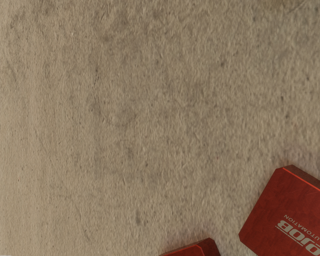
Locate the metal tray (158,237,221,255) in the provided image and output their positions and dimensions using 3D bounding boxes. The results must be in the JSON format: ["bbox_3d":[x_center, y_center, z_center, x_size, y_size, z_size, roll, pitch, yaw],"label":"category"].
[{"bbox_3d":[0.046,0.207,0.362,0.090,0.030,0.130,-35,69,34],"label":"metal tray"}]

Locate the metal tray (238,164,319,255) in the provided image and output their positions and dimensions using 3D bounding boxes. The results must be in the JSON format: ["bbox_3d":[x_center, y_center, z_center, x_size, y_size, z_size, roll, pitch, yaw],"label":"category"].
[{"bbox_3d":[0.148,0.104,0.279,0.130,0.030,0.089,35,111,34],"label":"metal tray"}]
